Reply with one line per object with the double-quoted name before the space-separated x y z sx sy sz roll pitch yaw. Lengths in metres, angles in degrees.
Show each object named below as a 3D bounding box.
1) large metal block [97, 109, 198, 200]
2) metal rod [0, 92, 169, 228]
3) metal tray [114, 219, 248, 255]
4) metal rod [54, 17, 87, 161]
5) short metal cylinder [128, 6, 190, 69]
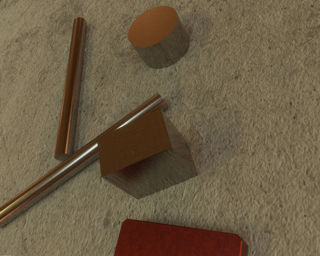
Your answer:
"large metal block" -0.013 0.034 0.354 0.080 0.080 0.050 -25 53 13
"metal rod" -0.117 0.048 0.433 0.300 0.025 0.025 -36 52 4
"metal tray" 0.014 0.145 0.304 0.130 0.030 0.090 -1 61 27
"metal rod" -0.149 -0.083 0.530 0.025 0.025 0.299 -16 55 18
"short metal cylinder" -0.001 -0.137 0.471 0.080 0.050 0.080 -13 56 20
